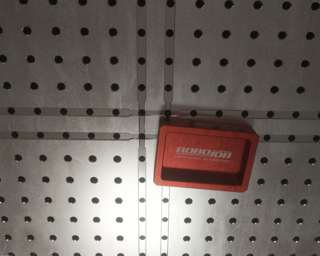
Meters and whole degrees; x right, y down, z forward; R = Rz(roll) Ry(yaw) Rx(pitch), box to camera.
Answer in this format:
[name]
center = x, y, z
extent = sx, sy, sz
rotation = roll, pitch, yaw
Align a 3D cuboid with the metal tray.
[metal tray]
center = 0.060, 0.038, 0.425
extent = 0.131, 0.030, 0.089
rotation = 5, 110, -3
